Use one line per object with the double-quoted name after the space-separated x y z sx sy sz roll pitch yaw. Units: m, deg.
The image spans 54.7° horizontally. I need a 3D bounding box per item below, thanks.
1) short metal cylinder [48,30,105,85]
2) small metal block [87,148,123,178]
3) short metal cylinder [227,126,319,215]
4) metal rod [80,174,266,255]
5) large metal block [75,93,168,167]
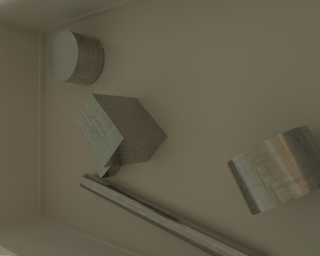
-0.135 -0.112 0.499 0.080 0.050 0.079 0 90 39 "short metal cylinder"
-0.079 0.040 0.469 0.050 0.025 0.050 -50 61 28 "small metal block"
0.109 0.039 0.281 0.080 0.081 0.050 -36 68 34 "short metal cylinder"
-0.005 0.115 0.408 0.300 0.025 0.025 15 99 38 "metal rod"
-0.051 0.002 0.411 0.080 0.081 0.050 51 120 27 "large metal block"
